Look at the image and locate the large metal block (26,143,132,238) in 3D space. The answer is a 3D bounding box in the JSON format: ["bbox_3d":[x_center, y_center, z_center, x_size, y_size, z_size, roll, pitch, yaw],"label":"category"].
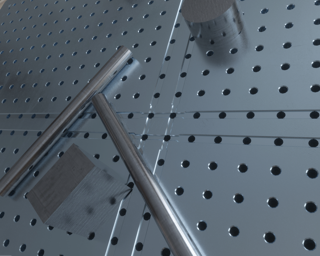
[{"bbox_3d":[-0.095,0.078,0.375,0.080,0.080,0.050,-49,51,-6],"label":"large metal block"}]

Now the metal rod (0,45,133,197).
[{"bbox_3d":[-0.150,-0.015,0.496,0.025,0.025,0.300,34,81,38],"label":"metal rod"}]

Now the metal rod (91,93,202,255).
[{"bbox_3d":[-0.028,0.051,0.391,0.025,0.025,0.300,-38,51,3],"label":"metal rod"}]

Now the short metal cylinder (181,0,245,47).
[{"bbox_3d":[0.078,-0.166,0.453,0.080,0.050,0.080,-13,56,21],"label":"short metal cylinder"}]
